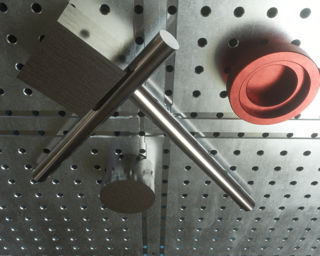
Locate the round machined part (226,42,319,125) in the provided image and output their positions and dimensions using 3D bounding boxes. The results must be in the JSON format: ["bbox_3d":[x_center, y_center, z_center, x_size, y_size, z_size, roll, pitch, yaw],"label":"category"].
[{"bbox_3d":[0.126,-0.053,0.357,0.099,0.042,0.097,-1,130,0],"label":"round machined part"}]

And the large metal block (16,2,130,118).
[{"bbox_3d":[-0.091,-0.070,0.334,0.080,0.050,0.080,35,122,-26],"label":"large metal block"}]

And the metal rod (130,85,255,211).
[{"bbox_3d":[0.058,0.040,0.446,0.025,0.025,0.300,-31,124,23],"label":"metal rod"}]

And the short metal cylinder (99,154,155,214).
[{"bbox_3d":[-0.047,0.085,0.467,0.081,0.050,0.079,0,130,0],"label":"short metal cylinder"}]

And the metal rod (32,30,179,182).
[{"bbox_3d":[-0.086,-0.008,0.386,0.025,0.025,0.299,32,128,-25],"label":"metal rod"}]
